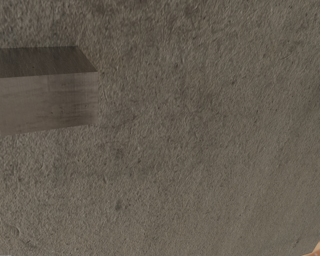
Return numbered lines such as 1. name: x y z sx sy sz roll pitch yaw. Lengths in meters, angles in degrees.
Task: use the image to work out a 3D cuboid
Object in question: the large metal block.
1. large metal block: -0.108 -0.039 0.288 0.081 0.080 0.050 -9 122 -24
